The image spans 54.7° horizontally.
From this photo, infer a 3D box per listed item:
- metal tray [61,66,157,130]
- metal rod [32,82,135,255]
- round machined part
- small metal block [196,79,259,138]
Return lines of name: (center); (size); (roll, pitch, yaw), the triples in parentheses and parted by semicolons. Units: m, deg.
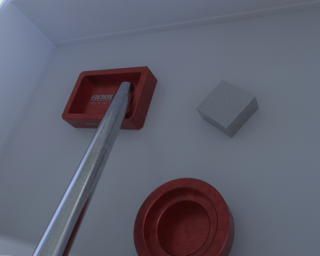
metal tray: (-0.077, -0.045, 0.468); (0.130, 0.030, 0.090); (2, 62, 28)
metal rod: (-0.068, 0.030, 0.327); (0.025, 0.025, 0.301); (-15, 31, 19)
round machined part: (0.027, 0.103, 0.312); (0.098, 0.042, 0.098); (-15, 49, 18)
small metal block: (0.082, -0.024, 0.377); (0.050, 0.025, 0.050); (-47, 52, -5)
